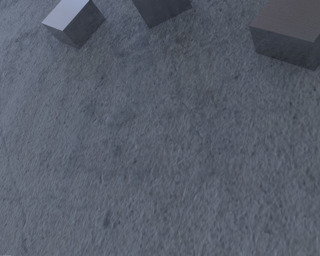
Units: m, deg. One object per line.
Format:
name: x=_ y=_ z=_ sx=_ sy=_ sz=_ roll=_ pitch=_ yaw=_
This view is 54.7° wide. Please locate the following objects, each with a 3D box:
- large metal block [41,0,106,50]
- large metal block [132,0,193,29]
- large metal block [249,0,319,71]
large metal block: x=-0.167 y=-0.208 z=0.600 sx=0.080 sy=0.050 sz=0.080 roll=29 pitch=77 yaw=37
large metal block: x=-0.003 y=-0.223 z=0.506 sx=0.080 sy=0.080 sz=0.050 roll=-22 pitch=54 yaw=15
large metal block: x=0.170 y=-0.126 z=0.376 sx=0.080 sy=0.050 sz=0.080 roll=32 pitch=79 yaw=37
